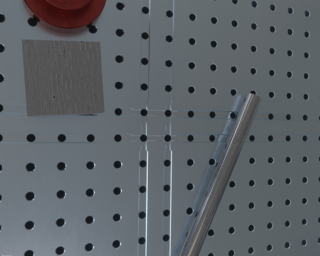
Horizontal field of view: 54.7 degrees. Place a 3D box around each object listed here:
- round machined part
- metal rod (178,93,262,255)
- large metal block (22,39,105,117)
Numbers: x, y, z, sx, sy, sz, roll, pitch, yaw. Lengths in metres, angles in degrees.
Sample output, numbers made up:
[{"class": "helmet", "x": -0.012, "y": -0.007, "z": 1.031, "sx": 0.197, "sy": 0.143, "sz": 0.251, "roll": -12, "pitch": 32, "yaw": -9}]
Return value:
[{"class": "round machined part", "x": -0.111, "y": -0.166, "z": 0.362, "sx": 0.099, "sy": 0.042, "sz": 0.097, "roll": 0, "pitch": 90, "yaw": -20}, {"class": "metal rod", "x": 0.079, "y": 0.089, "z": 0.442, "sx": 0.025, "sy": 0.025, "sz": 0.299, "roll": 27, "pitch": 81, "yaw": -18}, {"class": "large metal block", "x": -0.111, "y": -0.055, "z": 0.358, "sx": 0.081, "sy": 0.050, "sz": 0.079, "roll": -4, "pitch": 92, "yaw": -20}]
